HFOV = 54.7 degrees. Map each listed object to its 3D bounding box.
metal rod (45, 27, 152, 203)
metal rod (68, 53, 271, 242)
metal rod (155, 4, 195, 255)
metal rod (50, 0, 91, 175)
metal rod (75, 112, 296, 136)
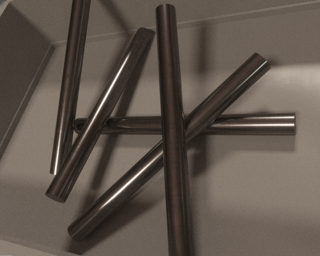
[{"bbox_3d":[-0.074,-0.038,0.437,0.025,0.025,0.300,3,54,29],"label":"metal rod"},{"bbox_3d":[0.005,0.027,0.361,0.300,0.025,0.025,-43,51,7],"label":"metal rod"},{"bbox_3d":[0.014,-0.003,0.336,0.025,0.025,0.299,-11,71,22],"label":"metal rod"},{"bbox_3d":[-0.125,-0.083,0.443,0.025,0.025,0.298,7,89,31],"label":"metal rod"},{"bbox_3d":[0.011,-0.004,0.400,0.300,0.025,0.025,0,62,27],"label":"metal rod"}]
